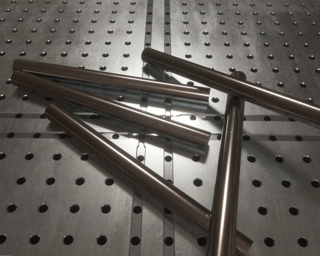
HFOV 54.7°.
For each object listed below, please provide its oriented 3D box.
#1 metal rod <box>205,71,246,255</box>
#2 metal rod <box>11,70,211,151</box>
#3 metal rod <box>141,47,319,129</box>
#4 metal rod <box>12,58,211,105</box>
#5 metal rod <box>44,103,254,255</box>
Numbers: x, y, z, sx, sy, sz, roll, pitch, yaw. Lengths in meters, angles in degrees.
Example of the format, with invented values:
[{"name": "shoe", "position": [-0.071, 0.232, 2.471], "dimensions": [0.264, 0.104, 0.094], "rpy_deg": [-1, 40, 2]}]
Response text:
[{"name": "metal rod", "position": [0.084, 0.024, 0.368], "dimensions": [0.025, 0.025, 0.301], "rpy_deg": [11, 45, 8]}, {"name": "metal rod", "position": [-0.077, -0.029, 0.430], "dimensions": [0.301, 0.025, 0.025], "rpy_deg": [19, 52, 14]}, {"name": "metal rod", "position": [0.087, -0.062, 0.424], "dimensions": [0.300, 0.025, 0.025], "rpy_deg": [28, 55, 34]}, {"name": "metal rod", "position": [-0.076, -0.071, 0.466], "dimensions": [0.302, 0.025, 0.025], "rpy_deg": [10, 51, 8]}, {"name": "metal rod", "position": [-0.031, 0.050, 0.365], "dimensions": [0.300, 0.025, 0.025], "rpy_deg": [32, 57, 23]}]
